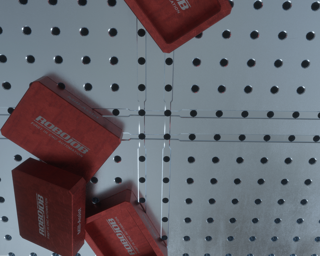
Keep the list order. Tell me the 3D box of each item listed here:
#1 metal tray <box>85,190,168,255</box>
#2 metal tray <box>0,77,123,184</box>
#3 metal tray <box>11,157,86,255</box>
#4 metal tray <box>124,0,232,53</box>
[{"bbox_3d":[-0.055,0.167,0.471,0.090,0.030,0.130,-25,109,8],"label":"metal tray"},{"bbox_3d":[-0.127,0.006,0.411,0.130,0.030,0.090,37,106,-13],"label":"metal tray"},{"bbox_3d":[-0.149,0.112,0.422,0.090,0.030,0.129,17,121,14],"label":"metal tray"},{"bbox_3d":[0.006,-0.156,0.328,0.090,0.030,0.130,-30,123,19],"label":"metal tray"}]
